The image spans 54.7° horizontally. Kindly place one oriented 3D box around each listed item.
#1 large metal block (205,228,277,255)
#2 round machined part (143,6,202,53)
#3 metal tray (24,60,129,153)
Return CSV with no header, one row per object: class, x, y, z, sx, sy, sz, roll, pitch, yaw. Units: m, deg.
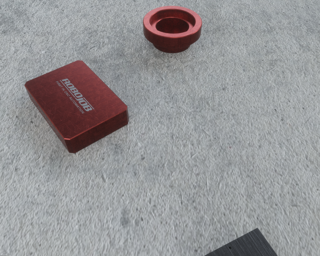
large metal block,0.070,0.147,0.265,0.081,0.050,0.080,-20,53,-17
round machined part,0.021,-0.165,0.532,0.099,0.042,0.098,0,50,0
metal tray,-0.116,-0.035,0.428,0.091,0.030,0.130,-31,57,-24
